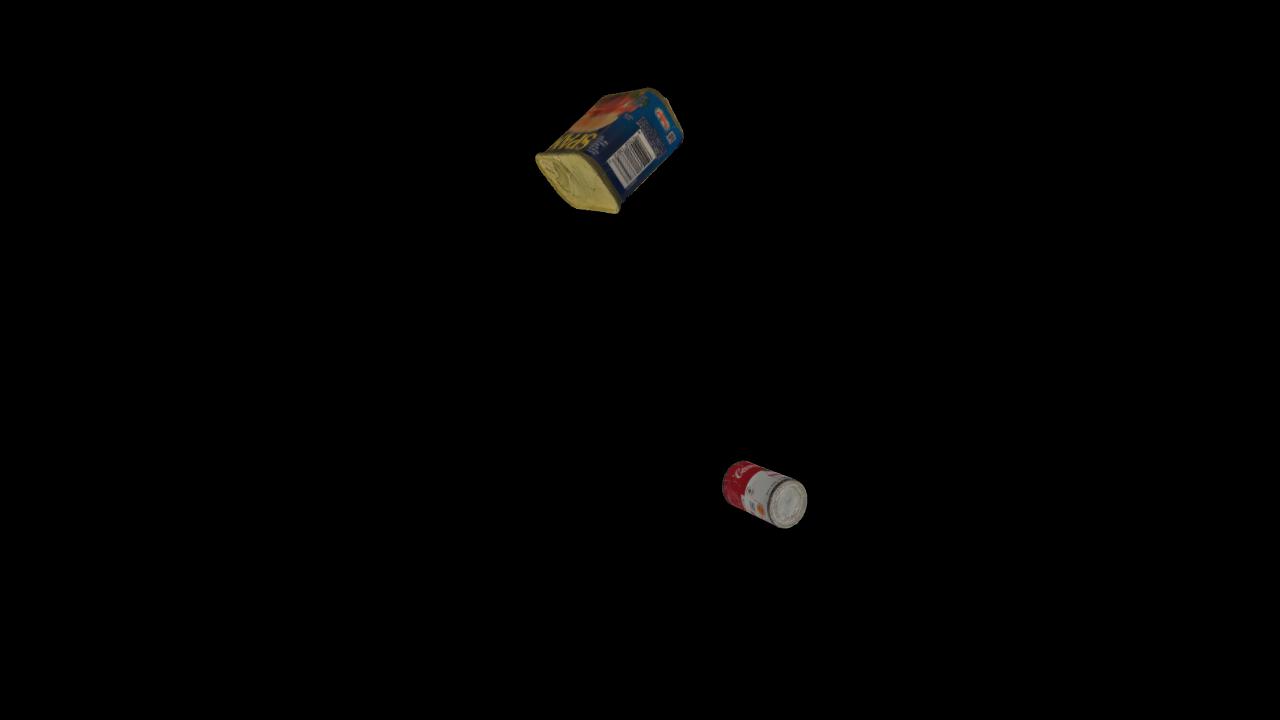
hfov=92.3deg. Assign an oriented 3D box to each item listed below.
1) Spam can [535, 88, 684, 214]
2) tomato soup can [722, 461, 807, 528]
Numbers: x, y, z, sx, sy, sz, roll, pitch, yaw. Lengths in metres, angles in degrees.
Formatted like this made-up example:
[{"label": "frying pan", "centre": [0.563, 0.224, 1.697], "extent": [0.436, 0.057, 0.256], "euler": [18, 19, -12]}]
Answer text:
[{"label": "Spam can", "centre": [-0.025, -0.172, 0.504], "extent": [0.101, 0.085, 0.058], "euler": [27, -20, 53]}, {"label": "tomato soup can", "centre": [0.168, 0.182, 0.836], "extent": [0.068, 0.068, 0.101], "euler": [0, 6, -29]}]
